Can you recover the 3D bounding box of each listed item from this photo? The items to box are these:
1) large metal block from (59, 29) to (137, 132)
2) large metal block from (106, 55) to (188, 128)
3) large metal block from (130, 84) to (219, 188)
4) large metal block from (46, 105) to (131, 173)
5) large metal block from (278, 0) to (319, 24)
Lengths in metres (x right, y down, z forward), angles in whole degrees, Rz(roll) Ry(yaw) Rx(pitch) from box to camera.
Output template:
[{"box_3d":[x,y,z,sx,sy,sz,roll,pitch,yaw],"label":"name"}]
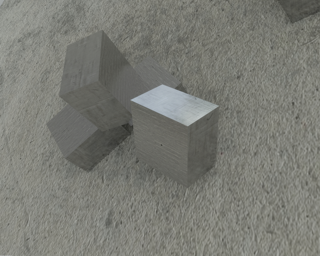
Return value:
[{"box_3d":[-0.070,-0.055,0.374,0.050,0.080,0.080,-18,54,19],"label":"large metal block"},{"box_3d":[-0.014,-0.039,0.418,0.080,0.050,0.080,-41,50,0],"label":"large metal block"},{"box_3d":[0.016,0.007,0.347,0.080,0.079,0.050,26,43,36],"label":"large metal block"},{"box_3d":[-0.103,0.001,0.441,0.080,0.050,0.080,-42,51,-1],"label":"large metal block"},{"box_3d":[0.196,-0.197,0.406,0.080,0.050,0.080,-22,54,15],"label":"large metal block"}]
